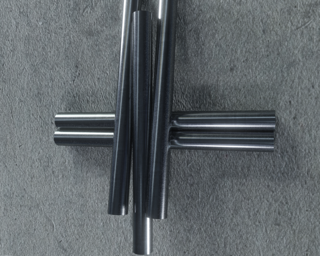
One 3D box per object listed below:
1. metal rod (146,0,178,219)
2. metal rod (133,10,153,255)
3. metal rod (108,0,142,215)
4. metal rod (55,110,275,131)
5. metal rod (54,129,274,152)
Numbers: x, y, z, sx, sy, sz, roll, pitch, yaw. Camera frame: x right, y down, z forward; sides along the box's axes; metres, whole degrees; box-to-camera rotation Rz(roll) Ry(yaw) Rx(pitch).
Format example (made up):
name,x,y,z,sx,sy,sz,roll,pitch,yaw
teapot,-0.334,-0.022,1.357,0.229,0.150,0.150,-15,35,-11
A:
name,x,y,z,sx,sy,sz,roll,pitch,yaw
metal rod,0.004,-0.042,0.385,0.025,0.025,0.298,0,82,19
metal rod,-0.022,0.005,0.390,0.025,0.025,0.298,0,90,19
metal rod,-0.044,-0.042,0.402,0.025,0.025,0.298,0,82,19
metal rod,-0.007,-0.010,0.413,0.301,0.025,0.025,0,90,19
metal rod,-0.008,0.015,0.413,0.301,0.025,0.025,0,90,19
